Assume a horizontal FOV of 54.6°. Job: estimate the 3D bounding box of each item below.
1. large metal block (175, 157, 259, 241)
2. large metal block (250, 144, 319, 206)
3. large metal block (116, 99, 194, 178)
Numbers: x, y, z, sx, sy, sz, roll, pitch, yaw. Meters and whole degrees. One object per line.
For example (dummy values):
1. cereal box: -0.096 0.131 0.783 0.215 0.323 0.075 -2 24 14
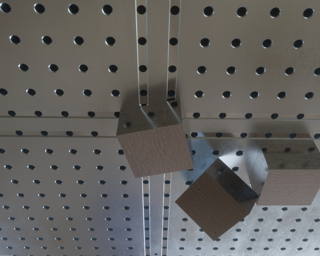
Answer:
1. large metal block: 0.083 0.105 0.461 0.080 0.050 0.080 44 125 11
2. large metal block: 0.185 0.069 0.455 0.080 0.050 0.080 0 130 0
3. large metal block: -0.004 0.015 0.408 0.080 0.050 0.080 -11 130 9
